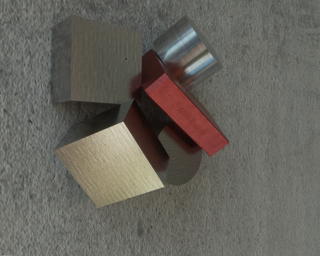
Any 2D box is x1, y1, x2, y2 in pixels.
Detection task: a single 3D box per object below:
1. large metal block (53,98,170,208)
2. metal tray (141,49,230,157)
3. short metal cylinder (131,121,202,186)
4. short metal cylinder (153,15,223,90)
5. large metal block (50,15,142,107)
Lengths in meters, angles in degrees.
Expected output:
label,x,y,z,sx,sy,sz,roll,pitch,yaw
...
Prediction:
label,x,y,z,sx,sy,sz,roll,pitch,yaw
large metal block,-0.046,0.027,0.323,0.080,0.080,0.050,60,21,-23
metal tray,0.027,-0.031,0.388,0.030,0.090,0.130,-40,122,12
short metal cylinder,0.008,0.030,0.398,0.081,0.050,0.080,0,90,-40
short metal cylinder,0.037,-0.095,0.394,0.080,0.050,0.080,46,22,-24
large metal block,-0.067,-0.065,0.331,0.081,0.050,0.080,1,90,-40
